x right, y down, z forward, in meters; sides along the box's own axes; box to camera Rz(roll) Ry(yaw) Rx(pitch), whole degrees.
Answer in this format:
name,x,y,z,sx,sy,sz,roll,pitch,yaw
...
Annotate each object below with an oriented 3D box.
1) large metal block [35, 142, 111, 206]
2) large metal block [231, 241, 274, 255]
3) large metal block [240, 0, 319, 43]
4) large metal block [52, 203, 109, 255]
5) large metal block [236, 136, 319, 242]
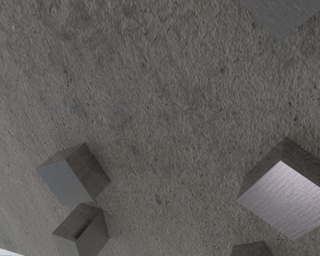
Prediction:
name,x,y,z,sx,sy,sz,roll,pitch,yaw
large metal block,-0.144,0.079,0.515,0.080,0.050,0.080,-18,109,35
large metal block,0.137,0.222,0.436,0.050,0.080,0.080,-28,103,37
large metal block,0.107,-0.132,0.253,0.080,0.050,0.080,47,129,-5
large metal block,-0.142,0.199,0.570,0.050,0.080,0.079,9,122,23
large metal block,0.149,0.070,0.355,0.080,0.050,0.079,35,129,4
